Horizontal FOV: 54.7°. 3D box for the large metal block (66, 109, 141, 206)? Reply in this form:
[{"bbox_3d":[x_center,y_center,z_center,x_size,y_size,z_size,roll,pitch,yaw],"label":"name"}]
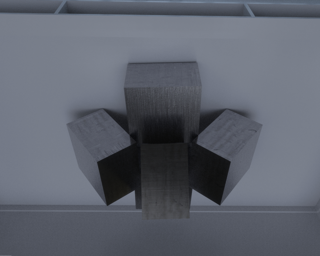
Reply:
[{"bbox_3d":[-0.070,0.036,0.391,0.050,0.080,0.079,-27,137,-26],"label":"large metal block"}]

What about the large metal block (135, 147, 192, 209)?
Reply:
[{"bbox_3d":[0.005,0.075,0.455,0.081,0.050,0.079,0,130,-1],"label":"large metal block"}]

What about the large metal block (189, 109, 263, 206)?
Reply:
[{"bbox_3d":[0.081,0.036,0.393,0.050,0.080,0.079,28,137,28],"label":"large metal block"}]

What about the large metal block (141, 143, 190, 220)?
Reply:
[{"bbox_3d":[0.005,0.059,0.369,0.050,0.080,0.080,-1,86,-1],"label":"large metal block"}]

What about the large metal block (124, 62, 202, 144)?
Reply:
[{"bbox_3d":[0.004,-0.028,0.363,0.080,0.050,0.079,-1,130,1],"label":"large metal block"}]
